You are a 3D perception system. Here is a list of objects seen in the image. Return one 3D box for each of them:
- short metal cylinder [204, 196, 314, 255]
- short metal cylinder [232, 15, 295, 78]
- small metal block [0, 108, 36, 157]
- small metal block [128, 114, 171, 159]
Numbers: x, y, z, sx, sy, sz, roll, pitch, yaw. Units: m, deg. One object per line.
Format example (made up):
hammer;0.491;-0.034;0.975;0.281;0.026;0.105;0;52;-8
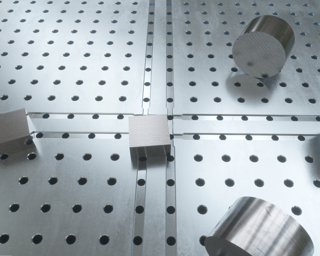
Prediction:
short metal cylinder;0.088;0.109;0.281;0.080;0.080;0.050;34;58;25
short metal cylinder;0.159;-0.125;0.478;0.080;0.080;0.050;24;54;19
small metal block;-0.194;0.006;0.401;0.050;0.025;0.050;-17;52;-14
small metal block;-0.014;0.010;0.399;0.050;0.025;0.050;-4;50;-4
